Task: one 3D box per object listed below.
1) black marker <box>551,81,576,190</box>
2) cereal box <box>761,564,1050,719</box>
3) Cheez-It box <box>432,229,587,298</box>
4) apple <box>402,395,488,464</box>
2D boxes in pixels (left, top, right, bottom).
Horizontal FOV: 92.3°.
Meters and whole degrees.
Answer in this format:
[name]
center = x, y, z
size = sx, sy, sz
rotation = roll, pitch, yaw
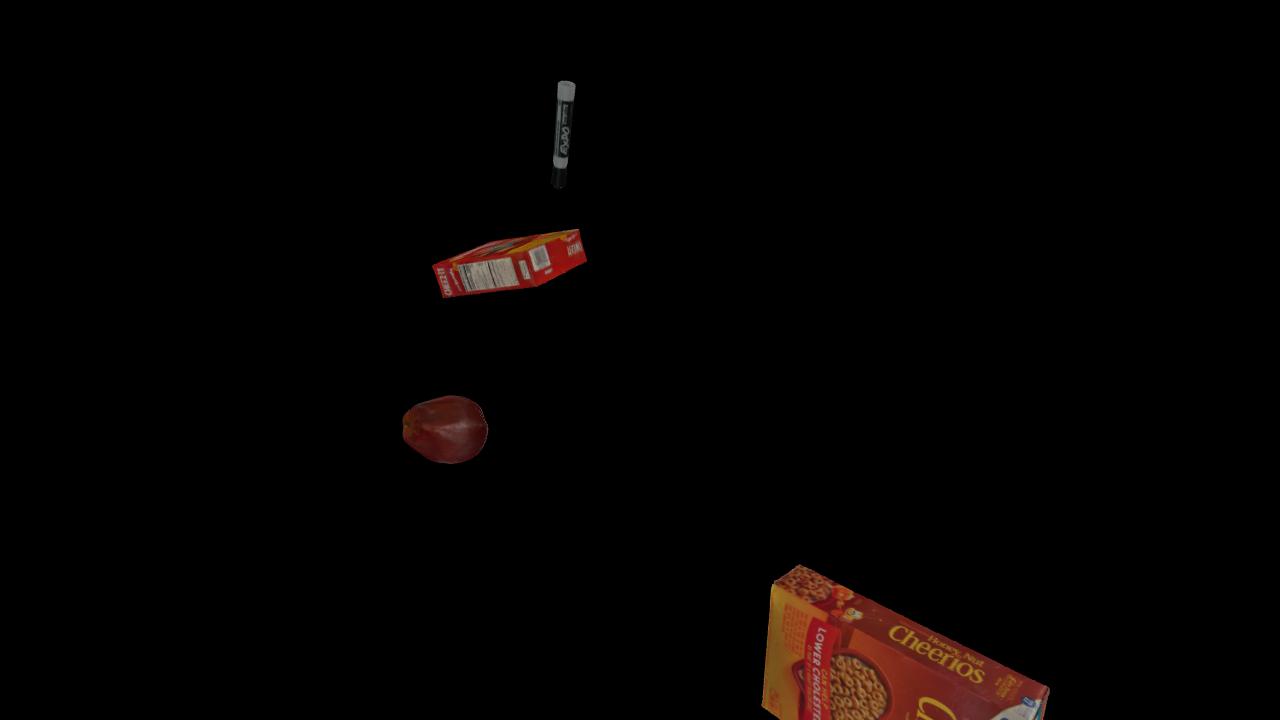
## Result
[black marker]
center = -0.087, -0.248, 0.690
size = 0.020, 0.121, 0.020
rotation = 7, 42, -6
[cereal box]
center = 0.296, 0.410, 0.742
size = 0.081, 0.203, 0.306
rotation = -14, 22, -41
[Cheez-It box]
center = -0.233, -0.175, 1.106
size = 0.223, 0.071, 0.166
rotation = -1, 22, 30
[apple]
center = -0.220, 0.079, 0.700
size = 0.093, 0.079, 0.079
rotation = 9, -6, -40
